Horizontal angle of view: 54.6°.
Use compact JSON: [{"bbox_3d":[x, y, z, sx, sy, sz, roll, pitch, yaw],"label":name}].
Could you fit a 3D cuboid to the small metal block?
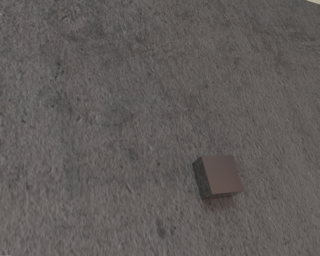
[{"bbox_3d":[0.075,0.064,0.405,0.050,0.025,0.050,1,61,-28],"label":"small metal block"}]
